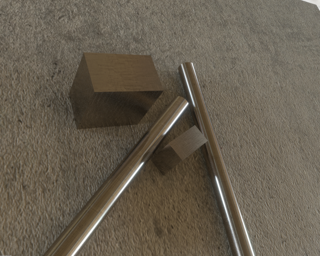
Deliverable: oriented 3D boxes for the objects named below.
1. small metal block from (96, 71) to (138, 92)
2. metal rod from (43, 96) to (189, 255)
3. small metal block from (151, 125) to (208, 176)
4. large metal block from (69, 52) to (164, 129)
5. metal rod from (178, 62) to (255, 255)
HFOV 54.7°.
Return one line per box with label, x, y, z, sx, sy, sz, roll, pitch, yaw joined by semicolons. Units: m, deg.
small metal block;-0.059;-0.069;0.400;0.050;0.050;0.025;-6;65;-31
metal rod;-0.043;0.056;0.347;0.025;0.025;0.301;40;51;-2
small metal block;0.024;0.028;0.385;0.050;0.050;0.025;-32;80;-38
large metal block;-0.055;-0.042;0.366;0.081;0.080;0.050;-5;65;-31
metal rod;0.072;0.036;0.422;0.025;0.025;0.299;1;61;-28
